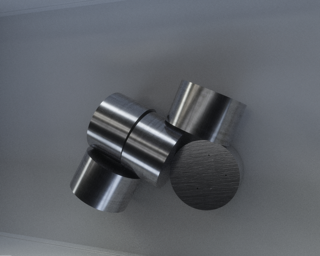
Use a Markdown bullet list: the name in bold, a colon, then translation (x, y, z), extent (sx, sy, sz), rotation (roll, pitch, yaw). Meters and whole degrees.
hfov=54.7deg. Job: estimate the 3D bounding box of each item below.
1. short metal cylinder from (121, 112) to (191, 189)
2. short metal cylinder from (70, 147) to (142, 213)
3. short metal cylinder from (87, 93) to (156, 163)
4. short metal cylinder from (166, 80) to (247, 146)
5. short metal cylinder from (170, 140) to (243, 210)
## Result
- **short metal cylinder**: translation (-0.003, 0.027, 0.381), extent (0.050, 0.080, 0.080), rotation (28, 99, 17)
- **short metal cylinder**: translation (-0.068, 0.065, 0.402), extent (0.080, 0.080, 0.050), rotation (31, 100, 17)
- **short metal cylinder**: translation (-0.047, 0.001, 0.395), extent (0.050, 0.080, 0.080), rotation (27, 99, 17)
- **short metal cylinder**: translation (0.053, -0.018, 0.360), extent (0.080, 0.080, 0.050), rotation (24, 98, 18)
- **short metal cylinder**: translation (0.058, 0.053, 0.374), extent (0.080, 0.050, 0.079), rotation (0, 90, 19)
